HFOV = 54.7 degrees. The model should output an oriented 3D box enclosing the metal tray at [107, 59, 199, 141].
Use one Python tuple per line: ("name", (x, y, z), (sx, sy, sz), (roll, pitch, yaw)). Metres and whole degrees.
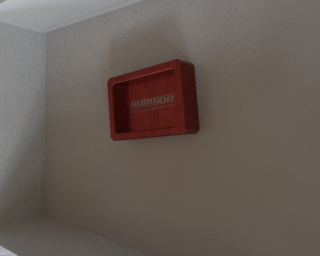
("metal tray", (-0.014, -0.032, 0.412), (0.130, 0.030, 0.089), (-7, 86, 39))
